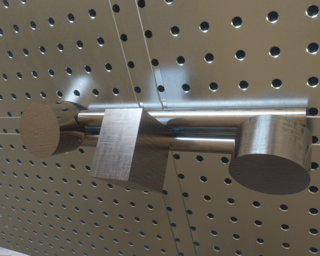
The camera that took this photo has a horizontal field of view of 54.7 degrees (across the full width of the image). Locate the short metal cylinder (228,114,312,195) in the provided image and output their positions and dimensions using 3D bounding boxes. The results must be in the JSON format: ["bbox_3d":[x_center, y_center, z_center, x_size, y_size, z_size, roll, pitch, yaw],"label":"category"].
[{"bbox_3d":[0.119,0.030,0.334,0.080,0.050,0.080,15,146,10],"label":"short metal cylinder"}]

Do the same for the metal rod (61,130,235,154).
[{"bbox_3d":[-0.039,0.017,0.441,0.300,0.025,0.025,1,119,27],"label":"metal rod"}]

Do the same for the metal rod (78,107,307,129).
[{"bbox_3d":[0.019,-0.012,0.393,0.300,0.025,0.025,1,119,27],"label":"metal rod"}]

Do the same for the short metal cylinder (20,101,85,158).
[{"bbox_3d":[-0.160,0.001,0.461,0.080,0.050,0.079,3,97,27],"label":"short metal cylinder"}]

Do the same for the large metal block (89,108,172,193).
[{"bbox_3d":[-0.030,0.029,0.371,0.050,0.080,0.080,1,161,28],"label":"large metal block"}]
